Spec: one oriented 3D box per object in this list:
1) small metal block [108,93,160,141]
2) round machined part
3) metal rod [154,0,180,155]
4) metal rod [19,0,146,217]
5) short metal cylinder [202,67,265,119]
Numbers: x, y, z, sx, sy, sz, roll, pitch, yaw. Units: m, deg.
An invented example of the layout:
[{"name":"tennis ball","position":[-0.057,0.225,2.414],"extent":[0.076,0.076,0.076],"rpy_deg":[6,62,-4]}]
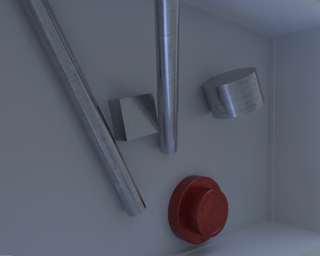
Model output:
[{"name":"small metal block","position":[-0.032,-0.014,0.382],"extent":[0.050,0.025,0.050],"rpy_deg":[-16,100,-39]},{"name":"round machined part","position":[0.062,0.120,0.451],"extent":[0.099,0.042,0.097],"rpy_deg":[0,90,-40]},{"name":"metal rod","position":[0.008,-0.089,0.329],"extent":[0.025,0.025,0.298],"rpy_deg":[-35,139,-35]},{"name":"metal rod","position":[-0.084,-0.030,0.337],"extent":[0.025,0.025,0.299],"rpy_deg":[-36,112,-34]},{"name":"short metal cylinder","position":[0.110,-0.053,0.466],"extent":[0.081,0.080,0.050],"rpy_deg":[-33,111,-35]}]
